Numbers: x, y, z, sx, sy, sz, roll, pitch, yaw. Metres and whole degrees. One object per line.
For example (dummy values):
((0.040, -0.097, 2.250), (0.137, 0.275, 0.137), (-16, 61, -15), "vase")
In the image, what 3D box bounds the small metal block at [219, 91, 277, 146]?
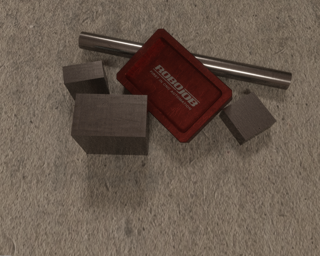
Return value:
((0.116, -0.013, 0.414), (0.050, 0.025, 0.050), (-30, 73, -11), "small metal block")

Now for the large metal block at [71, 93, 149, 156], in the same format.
((-0.055, -0.001, 0.379), (0.081, 0.080, 0.050), (1, 70, 0), "large metal block")

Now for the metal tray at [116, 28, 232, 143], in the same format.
((0.018, -0.055, 0.406), (0.130, 0.030, 0.090), (45, 96, 12), "metal tray")

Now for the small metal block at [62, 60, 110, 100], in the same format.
((-0.098, -0.063, 0.417), (0.050, 0.050, 0.025), (-10, 71, -4), "small metal block")

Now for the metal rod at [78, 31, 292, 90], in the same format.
((0.033, -0.097, 0.444), (0.302, 0.025, 0.025), (12, 71, 4), "metal rod")
